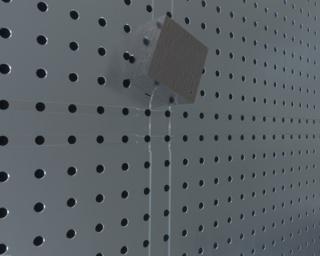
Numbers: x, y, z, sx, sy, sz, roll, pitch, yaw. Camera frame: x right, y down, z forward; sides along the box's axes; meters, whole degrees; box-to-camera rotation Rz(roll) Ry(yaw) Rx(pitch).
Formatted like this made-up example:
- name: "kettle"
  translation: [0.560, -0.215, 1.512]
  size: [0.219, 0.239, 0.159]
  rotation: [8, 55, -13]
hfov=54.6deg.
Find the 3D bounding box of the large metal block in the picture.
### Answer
- name: "large metal block"
  translation: [0.009, -0.083, 0.399]
  size: [0.080, 0.050, 0.080]
  rotation: [26, 74, -37]
